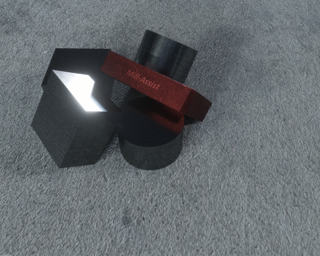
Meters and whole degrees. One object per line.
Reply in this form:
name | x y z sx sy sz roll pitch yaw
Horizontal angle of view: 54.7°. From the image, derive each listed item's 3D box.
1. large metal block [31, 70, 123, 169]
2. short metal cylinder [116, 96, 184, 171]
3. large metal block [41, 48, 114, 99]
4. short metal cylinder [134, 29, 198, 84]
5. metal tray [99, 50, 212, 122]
large metal block | -0.102 -0.011 0.368 0.050 0.080 0.080 0 38 -50
short metal cylinder | -0.012 0.006 0.384 0.081 0.050 0.080 0 50 0
large metal block | -0.112 -0.069 0.443 0.080 0.050 0.080 1 50 0
short metal cylinder | 0.008 -0.103 0.450 0.080 0.050 0.080 22 14 -5
metal tray | -0.004 -0.054 0.409 0.130 0.090 0.030 29 96 22
